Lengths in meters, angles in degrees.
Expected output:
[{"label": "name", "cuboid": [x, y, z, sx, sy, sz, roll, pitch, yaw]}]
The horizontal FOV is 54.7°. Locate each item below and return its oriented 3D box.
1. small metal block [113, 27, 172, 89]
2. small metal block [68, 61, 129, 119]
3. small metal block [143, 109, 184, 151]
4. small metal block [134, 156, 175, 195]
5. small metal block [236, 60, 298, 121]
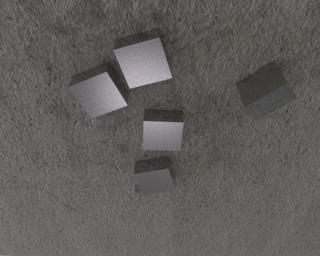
[{"label": "small metal block", "cuboid": [-0.017, -0.076, 0.342, 0.050, 0.025, 0.050, -13, 129, 10]}, {"label": "small metal block", "cuboid": [-0.071, -0.045, 0.368, 0.050, 0.025, 0.050, -18, 128, 15]}, {"label": "small metal block", "cuboid": [0.003, 0.003, 0.410, 0.050, 0.025, 0.050, 2, 130, -2]}, {"label": "small metal block", "cuboid": [-0.007, 0.072, 0.469, 0.050, 0.025, 0.050, -11, 130, 8]}, {"label": "small metal block", "cuboid": [0.120, -0.043, 0.355, 0.050, 0.050, 0.025, -32, 123, 24]}]
